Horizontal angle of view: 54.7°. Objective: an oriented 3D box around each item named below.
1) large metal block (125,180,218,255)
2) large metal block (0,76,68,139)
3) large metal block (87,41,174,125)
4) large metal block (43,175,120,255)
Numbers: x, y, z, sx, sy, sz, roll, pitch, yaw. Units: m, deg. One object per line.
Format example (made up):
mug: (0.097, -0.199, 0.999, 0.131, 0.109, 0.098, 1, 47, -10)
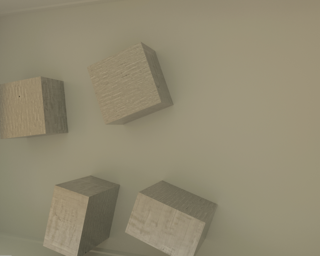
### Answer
large metal block: (0.017, 0.108, 0.374, 0.080, 0.080, 0.050, 21, 97, 18)
large metal block: (-0.190, -0.028, 0.462, 0.080, 0.050, 0.080, -7, 88, 19)
large metal block: (-0.038, -0.055, 0.410, 0.080, 0.050, 0.080, -21, 83, 18)
large metal block: (-0.102, 0.115, 0.416, 0.050, 0.080, 0.079, 14, 95, 19)
